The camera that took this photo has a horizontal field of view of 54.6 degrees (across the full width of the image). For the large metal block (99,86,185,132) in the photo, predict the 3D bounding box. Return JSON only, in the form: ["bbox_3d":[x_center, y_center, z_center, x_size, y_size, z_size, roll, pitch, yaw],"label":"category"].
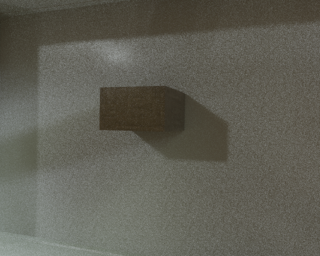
[{"bbox_3d":[-0.019,-0.022,0.386,0.080,0.080,0.050,1,91,20],"label":"large metal block"}]
